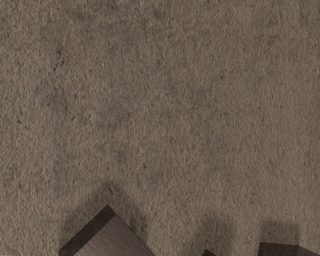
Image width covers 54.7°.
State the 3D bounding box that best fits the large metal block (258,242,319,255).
[{"bbox_3d":[0.193,0.225,0.470,0.081,0.050,0.080,13,86,-20],"label":"large metal block"}]

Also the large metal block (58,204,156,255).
[{"bbox_3d":[-0.062,0.154,0.374,0.080,0.050,0.080,-43,104,-15],"label":"large metal block"}]

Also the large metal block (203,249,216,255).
[{"bbox_3d":[0.078,0.222,0.410,0.050,0.080,0.080,38,78,-17],"label":"large metal block"}]
